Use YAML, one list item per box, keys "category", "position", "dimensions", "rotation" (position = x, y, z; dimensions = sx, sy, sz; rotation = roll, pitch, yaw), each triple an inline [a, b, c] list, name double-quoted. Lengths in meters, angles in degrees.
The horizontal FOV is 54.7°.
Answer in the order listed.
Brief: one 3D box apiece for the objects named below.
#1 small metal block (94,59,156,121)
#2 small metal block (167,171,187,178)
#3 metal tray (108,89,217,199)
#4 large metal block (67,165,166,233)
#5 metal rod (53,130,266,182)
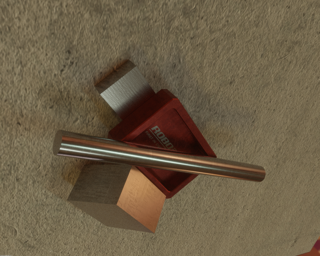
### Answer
- category: "small metal block"
  position: [-0.039, -0.043, 0.362]
  dimensions: [0.050, 0.025, 0.050]
  rotation: [-39, 130, -2]
- category: "small metal block"
  position: [0.033, 0.053, 0.461]
  dimensions: [0.050, 0.025, 0.050]
  rotation: [-44, 130, 2]
- category: "metal tray"
  position: [0.008, 0.025, 0.393]
  dimensions: [0.090, 0.030, 0.130]
  rotation: [-40, 130, -2]
- category: "large metal block"
  position: [-0.052, 0.088, 0.389]
  dimensions: [0.080, 0.080, 0.050]
  rotation: [51, 47, -40]
- category: "metal rod"
  position: [0.025, 0.041, 0.378]
  dimensions: [0.302, 0.025, 0.025]
  rotation: [13, 112, -34]
